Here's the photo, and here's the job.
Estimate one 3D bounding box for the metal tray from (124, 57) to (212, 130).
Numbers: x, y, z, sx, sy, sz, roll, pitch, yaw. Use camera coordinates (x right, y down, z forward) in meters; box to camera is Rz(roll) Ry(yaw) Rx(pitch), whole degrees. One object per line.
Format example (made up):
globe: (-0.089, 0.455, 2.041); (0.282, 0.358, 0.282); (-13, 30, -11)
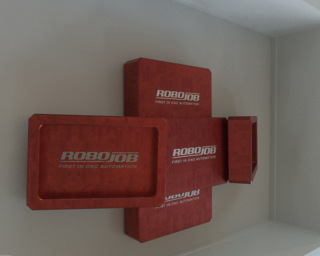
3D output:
metal tray: (0.015, -0.039, 0.412); (0.131, 0.030, 0.089); (-1, 91, -40)

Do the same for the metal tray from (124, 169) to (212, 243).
metal tray: (0.015, 0.090, 0.413); (0.131, 0.030, 0.089); (-1, 91, -40)

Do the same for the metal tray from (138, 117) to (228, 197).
metal tray: (0.034, 0.032, 0.391); (0.131, 0.030, 0.089); (-2, 91, -40)

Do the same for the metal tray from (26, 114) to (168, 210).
metal tray: (-0.060, 0.033, 0.311); (0.131, 0.030, 0.089); (1, 90, -11)

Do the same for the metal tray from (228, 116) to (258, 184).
metal tray: (0.128, 0.027, 0.467); (0.130, 0.030, 0.089); (-6, 95, -69)
